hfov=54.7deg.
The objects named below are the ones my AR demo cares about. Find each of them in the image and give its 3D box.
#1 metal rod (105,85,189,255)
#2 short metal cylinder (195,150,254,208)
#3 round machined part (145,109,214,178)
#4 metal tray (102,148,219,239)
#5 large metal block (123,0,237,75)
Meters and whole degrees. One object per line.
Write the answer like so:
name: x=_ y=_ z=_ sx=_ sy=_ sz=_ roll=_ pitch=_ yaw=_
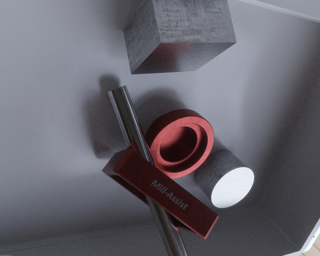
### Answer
metal rod: x=-0.002 y=0.092 z=0.387 sx=0.025 sy=0.025 sz=0.298 roll=-23 pitch=102 yaw=-15
short metal cylinder: x=0.104 y=0.082 z=0.503 sx=0.081 sy=0.050 sz=0.079 roll=-14 pitch=125 yaw=-21
round machined part: x=0.020 y=0.017 z=0.421 sx=0.099 sy=0.042 sz=0.097 roll=-14 pitch=125 yaw=-21
metal tray: x=-0.004 y=0.078 z=0.374 sx=0.130 sy=0.090 sz=0.030 roll=39 pitch=72 yaw=-10
large metal block: x=0.016 y=-0.094 z=0.317 sx=0.081 sy=0.080 sz=0.050 roll=-8 pitch=83 yaw=-25
